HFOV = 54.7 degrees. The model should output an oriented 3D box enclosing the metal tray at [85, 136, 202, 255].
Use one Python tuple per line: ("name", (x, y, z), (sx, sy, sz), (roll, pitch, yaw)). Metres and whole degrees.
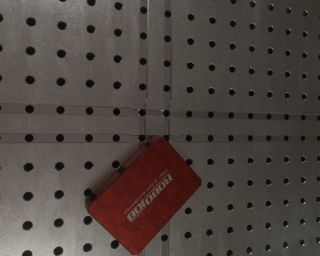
("metal tray", (-0.019, 0.085, 0.404), (0.130, 0.030, 0.090), (-45, 104, -15))
